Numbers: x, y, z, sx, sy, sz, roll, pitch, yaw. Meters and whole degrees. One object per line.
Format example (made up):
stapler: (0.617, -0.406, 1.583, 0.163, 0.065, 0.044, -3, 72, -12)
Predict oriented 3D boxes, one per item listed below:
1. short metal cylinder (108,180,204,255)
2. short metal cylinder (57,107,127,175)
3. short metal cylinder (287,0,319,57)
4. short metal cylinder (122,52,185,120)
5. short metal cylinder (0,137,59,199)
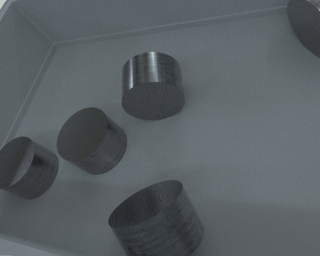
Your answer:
short metal cylinder: (-0.003, 0.095, 0.307, 0.080, 0.050, 0.080, -25, 10, 5)
short metal cylinder: (-0.093, 0.018, 0.427, 0.080, 0.050, 0.080, -13, 56, 21)
short metal cylinder: (0.190, -0.126, 0.347, 0.050, 0.080, 0.080, -34, 51, 6)
short metal cylinder: (-0.010, -0.053, 0.408, 0.080, 0.080, 0.050, -17, 55, 19)
short metal cylinder: (-0.199, 0.059, 0.458, 0.080, 0.050, 0.080, -13, 56, 21)
